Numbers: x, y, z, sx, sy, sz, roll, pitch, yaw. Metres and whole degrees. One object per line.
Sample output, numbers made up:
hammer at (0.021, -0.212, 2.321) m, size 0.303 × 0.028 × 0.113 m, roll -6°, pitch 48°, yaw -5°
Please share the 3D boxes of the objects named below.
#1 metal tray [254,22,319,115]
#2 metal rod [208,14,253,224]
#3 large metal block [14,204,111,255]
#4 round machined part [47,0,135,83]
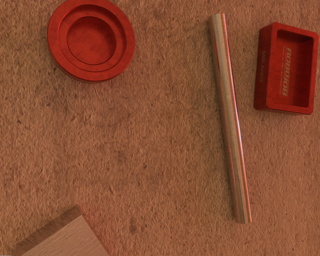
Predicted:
metal tray at (0.196, -0.088, 0.480) m, size 0.091 × 0.030 × 0.129 m, roll 6°, pitch 88°, yaw -20°
metal rod at (0.102, -0.011, 0.448) m, size 0.025 × 0.025 × 0.298 m, roll -10°, pitch 93°, yaw -20°
large metal block at (-0.107, 0.149, 0.357) m, size 0.080 × 0.050 × 0.080 m, roll -33°, pitch 101°, yaw -17°
round machined part at (-0.083, -0.101, 0.370) m, size 0.099 × 0.042 × 0.097 m, roll 0°, pitch 90°, yaw -21°
